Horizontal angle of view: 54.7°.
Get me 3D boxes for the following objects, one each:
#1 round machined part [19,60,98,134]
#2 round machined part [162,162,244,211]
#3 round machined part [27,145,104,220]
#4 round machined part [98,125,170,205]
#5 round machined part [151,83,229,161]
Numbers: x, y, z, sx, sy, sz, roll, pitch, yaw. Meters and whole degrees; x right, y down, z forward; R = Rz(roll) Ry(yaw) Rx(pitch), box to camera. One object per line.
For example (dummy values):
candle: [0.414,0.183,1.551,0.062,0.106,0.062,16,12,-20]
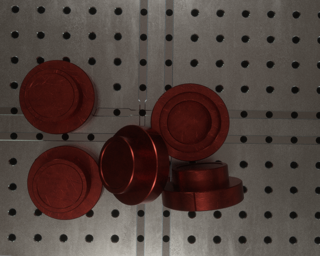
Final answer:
round machined part: [-0.134,-0.040,0.403,0.099,0.042,0.097,0,90,-1]
round machined part: [0.050,0.067,0.378,0.099,0.098,0.042,-6,90,-1]
round machined part: [-0.124,0.072,0.403,0.099,0.042,0.097,0,90,-1]
round machined part: [-0.038,0.044,0.377,0.098,0.042,0.097,-6,81,44]
round machined part: [0.037,-0.007,0.405,0.099,0.042,0.097,0,90,-1]
